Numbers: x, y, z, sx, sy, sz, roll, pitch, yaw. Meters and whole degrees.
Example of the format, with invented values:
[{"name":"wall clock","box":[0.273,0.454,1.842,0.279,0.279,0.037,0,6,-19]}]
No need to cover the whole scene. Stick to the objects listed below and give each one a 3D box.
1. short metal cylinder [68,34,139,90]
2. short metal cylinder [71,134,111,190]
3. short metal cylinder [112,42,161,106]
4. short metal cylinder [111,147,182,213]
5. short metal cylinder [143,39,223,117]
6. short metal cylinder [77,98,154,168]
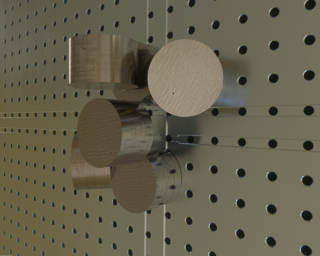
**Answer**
[{"name":"short metal cylinder","box":[-0.065,-0.073,0.360,0.080,0.081,0.050,1,91,40]},{"name":"short metal cylinder","box":[-0.093,0.047,0.444,0.050,0.080,0.080,-2,89,-4]},{"name":"short metal cylinder","box":[-0.021,-0.069,0.410,0.080,0.050,0.079,1,91,40]},{"name":"short metal cylinder","box":[-0.019,0.067,0.408,0.080,0.050,0.079,1,91,39]},{"name":"short metal cylinder","box":[0.023,-0.055,0.345,0.050,0.081,0.079,-138,56,-78]},{"name":"short metal cylinder","box":[-0.055,0.006,0.372,0.080,0.050,0.079,0,90,40]}]
